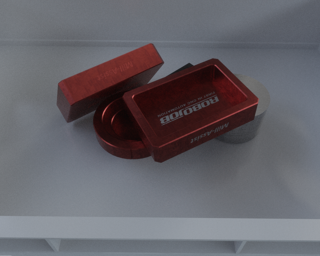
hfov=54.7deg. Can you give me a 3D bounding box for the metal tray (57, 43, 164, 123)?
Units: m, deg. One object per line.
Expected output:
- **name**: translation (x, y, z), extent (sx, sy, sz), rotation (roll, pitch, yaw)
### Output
- **metal tray**: translation (-0.067, -0.058, 0.406), extent (0.131, 0.090, 0.030), rotation (-29, 88, -23)

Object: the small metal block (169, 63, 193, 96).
- **small metal block**: translation (0.031, -0.055, 0.433), extent (0.050, 0.050, 0.025), rotation (-35, 59, -28)

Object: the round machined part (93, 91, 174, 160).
- **round machined part**: translation (-0.032, 0.000, 0.393), extent (0.099, 0.042, 0.098), rotation (0, 50, 0)

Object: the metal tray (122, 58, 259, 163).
- **metal tray**: translation (0.034, -0.025, 0.359), extent (0.131, 0.030, 0.090), rotation (-24, 53, -14)

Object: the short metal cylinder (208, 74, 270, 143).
- **short metal cylinder**: translation (0.098, -0.027, 0.410), extent (0.081, 0.050, 0.080), rotation (0, 50, 0)
